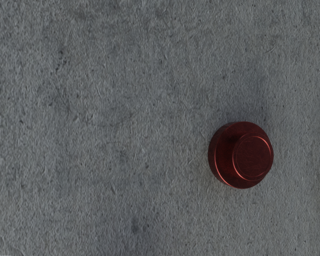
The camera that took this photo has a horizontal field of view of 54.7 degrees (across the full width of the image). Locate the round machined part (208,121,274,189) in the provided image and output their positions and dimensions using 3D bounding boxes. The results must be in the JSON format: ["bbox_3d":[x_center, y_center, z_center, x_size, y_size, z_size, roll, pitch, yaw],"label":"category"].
[{"bbox_3d":[0.122,0.039,0.445,0.099,0.042,0.097,0,90,-20],"label":"round machined part"}]
